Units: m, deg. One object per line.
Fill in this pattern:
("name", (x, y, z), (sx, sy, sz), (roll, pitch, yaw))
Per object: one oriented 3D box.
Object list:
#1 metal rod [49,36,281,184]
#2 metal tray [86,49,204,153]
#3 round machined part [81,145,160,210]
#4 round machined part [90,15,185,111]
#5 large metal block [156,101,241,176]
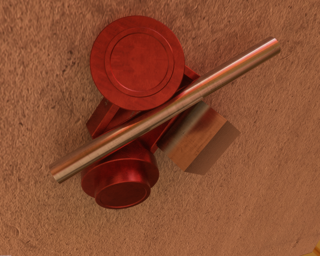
("metal rod", (0.013, -0.026, 0.362), (0.301, 0.025, 0.025), (-31, 129, -9))
("metal tray", (-0.017, -0.029, 0.378), (0.090, 0.030, 0.130), (27, 103, -38))
("round machined part", (-0.048, 0.068, 0.391), (0.099, 0.042, 0.097), (-9, 140, -7))
("round machined part", (-0.022, -0.066, 0.318), (0.099, 0.042, 0.097), (-1, 97, -8))
("large metal block", (0.054, 0.014, 0.412), (0.080, 0.050, 0.080), (-51, 153, 7))
